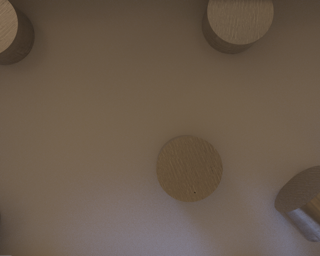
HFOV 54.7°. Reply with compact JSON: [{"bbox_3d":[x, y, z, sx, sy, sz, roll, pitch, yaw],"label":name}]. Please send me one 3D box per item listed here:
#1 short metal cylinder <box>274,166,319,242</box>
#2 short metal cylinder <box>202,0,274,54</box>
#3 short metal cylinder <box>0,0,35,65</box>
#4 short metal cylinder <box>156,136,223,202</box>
[{"bbox_3d":[0.192,0.093,0.385,0.080,0.080,0.050,-44,90,0],"label":"short metal cylinder"},{"bbox_3d":[0.097,-0.141,0.399,0.081,0.050,0.080,0,90,0],"label":"short metal cylinder"},{"bbox_3d":[-0.211,-0.125,0.397,0.081,0.050,0.080,0,90,0],"label":"short metal cylinder"},{"bbox_3d":[0.036,0.050,0.399,0.081,0.050,0.080,0,90,0],"label":"short metal cylinder"}]
